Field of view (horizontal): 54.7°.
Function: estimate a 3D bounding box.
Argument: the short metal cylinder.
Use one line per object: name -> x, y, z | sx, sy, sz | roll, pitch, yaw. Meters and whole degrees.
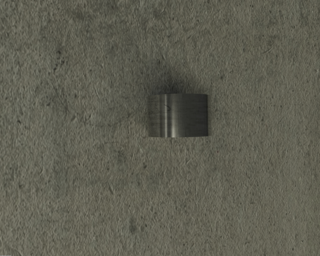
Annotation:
short metal cylinder -> 0.024, -0.015, 0.391 | 0.081, 0.080, 0.050 | -1, 91, -20
